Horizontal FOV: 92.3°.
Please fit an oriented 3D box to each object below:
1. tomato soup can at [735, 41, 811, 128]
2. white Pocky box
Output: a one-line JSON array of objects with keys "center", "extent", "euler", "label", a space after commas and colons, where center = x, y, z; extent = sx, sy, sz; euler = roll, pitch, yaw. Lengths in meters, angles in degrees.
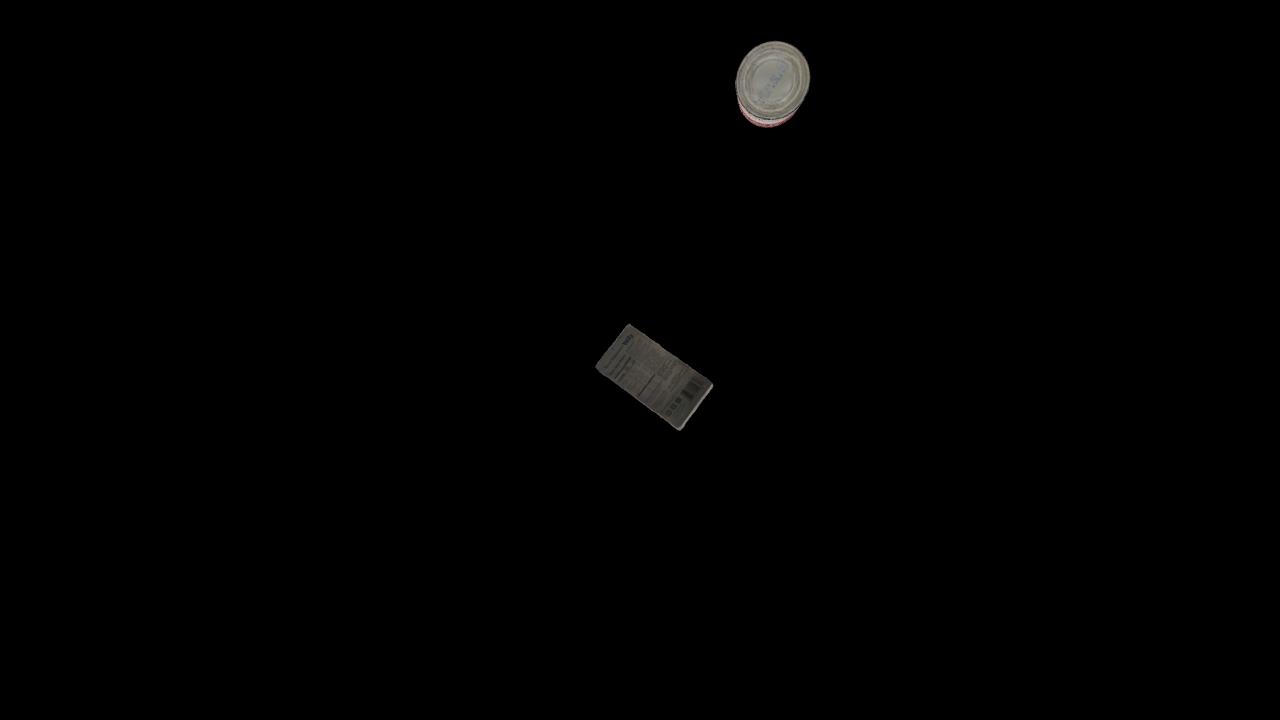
[{"center": [0.126, -0.262, 0.592], "extent": [0.068, 0.068, 0.101], "euler": [0, 17, 11], "label": "tomato soup can"}, {"center": [0.020, 0.024, 0.880], "extent": [0.154, 0.084, 0.028], "euler": [36, -7, 17], "label": "white Pocky box"}]
